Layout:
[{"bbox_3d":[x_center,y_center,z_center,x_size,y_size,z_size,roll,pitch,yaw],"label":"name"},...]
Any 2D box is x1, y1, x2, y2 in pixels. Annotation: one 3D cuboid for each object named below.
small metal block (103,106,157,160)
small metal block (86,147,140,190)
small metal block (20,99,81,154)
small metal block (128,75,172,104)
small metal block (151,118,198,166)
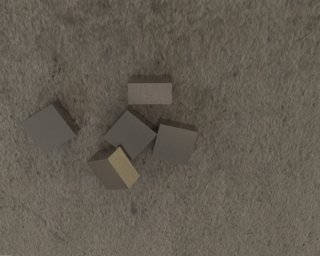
[{"bbox_3d":[-0.039,0.006,0.412,0.050,0.025,0.050,39,105,-13],"label":"small metal block"},{"bbox_3d":[-0.063,0.055,0.416,0.050,0.025,0.050,-13,116,45],"label":"small metal block"},{"bbox_3d":[-0.143,-0.002,0.407,0.050,0.025,0.050,-30,108,10],"label":"small metal block"},{"bbox_3d":[-0.012,-0.048,0.379,0.050,0.050,0.025,0,110,0],"label":"small metal block"},{"bbox_3d":[0.019,0.018,0.417,0.050,0.025,0.050,12,110,-6],"label":"small metal block"}]
